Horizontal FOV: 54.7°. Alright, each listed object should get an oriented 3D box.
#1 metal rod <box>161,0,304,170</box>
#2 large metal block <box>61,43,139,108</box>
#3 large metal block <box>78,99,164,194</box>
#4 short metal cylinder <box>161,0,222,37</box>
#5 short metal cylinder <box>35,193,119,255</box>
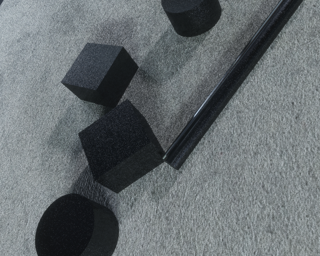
[{"bbox_3d":[0.102,-0.074,0.395,0.025,0.025,0.300,30,78,37],"label":"metal rod"},{"bbox_3d":[-0.094,-0.084,0.489,0.080,0.050,0.080,16,70,34],"label":"large metal block"},{"bbox_3d":[-0.049,0.023,0.399,0.080,0.050,0.080,-35,51,5],"label":"large metal block"},{"bbox_3d":[0.049,-0.188,0.478,0.080,0.050,0.080,-13,56,21],"label":"short metal cylinder"},{"bbox_3d":[-0.096,0.123,0.363,0.080,0.050,0.080,-13,56,21],"label":"short metal cylinder"}]
